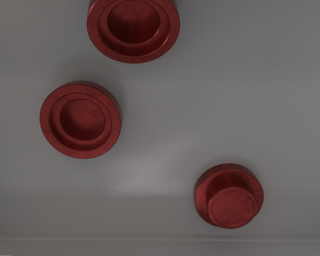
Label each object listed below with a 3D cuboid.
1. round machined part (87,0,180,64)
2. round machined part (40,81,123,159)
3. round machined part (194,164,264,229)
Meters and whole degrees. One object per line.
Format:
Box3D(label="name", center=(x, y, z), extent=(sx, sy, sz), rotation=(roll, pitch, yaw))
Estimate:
Box3D(label="round machined part", center=(-0.029, -0.121, 0.341), extent=(0.099, 0.042, 0.098), rotation=(-4, 145, -3))
Box3D(label="round machined part", center=(-0.097, -0.013, 0.396), extent=(0.099, 0.042, 0.097), rotation=(0, 110, 0))
Box3D(label="round machined part", center=(0.099, 0.103, 0.441), extent=(0.099, 0.042, 0.097), rotation=(0, 110, 0))
